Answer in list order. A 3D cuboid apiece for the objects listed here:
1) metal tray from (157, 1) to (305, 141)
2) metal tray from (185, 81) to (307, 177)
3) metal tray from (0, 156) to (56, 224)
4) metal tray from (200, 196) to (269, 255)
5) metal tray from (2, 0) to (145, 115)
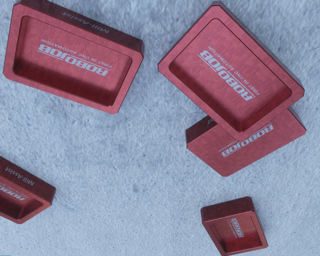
[{"bbox_3d":[0.075,-0.057,0.333,0.130,0.030,0.090,41,120,-11],"label":"metal tray"},{"bbox_3d":[0.110,0.006,0.411,0.130,0.030,0.090,-36,122,26],"label":"metal tray"},{"bbox_3d":[-0.243,0.095,0.480,0.090,0.030,0.130,-33,123,25],"label":"metal tray"},{"bbox_3d":[0.137,0.182,0.560,0.090,0.030,0.130,-18,128,14],"label":"metal tray"},{"bbox_3d":[-0.093,-0.075,0.338,0.131,0.030,0.089,19,128,-16],"label":"metal tray"}]
